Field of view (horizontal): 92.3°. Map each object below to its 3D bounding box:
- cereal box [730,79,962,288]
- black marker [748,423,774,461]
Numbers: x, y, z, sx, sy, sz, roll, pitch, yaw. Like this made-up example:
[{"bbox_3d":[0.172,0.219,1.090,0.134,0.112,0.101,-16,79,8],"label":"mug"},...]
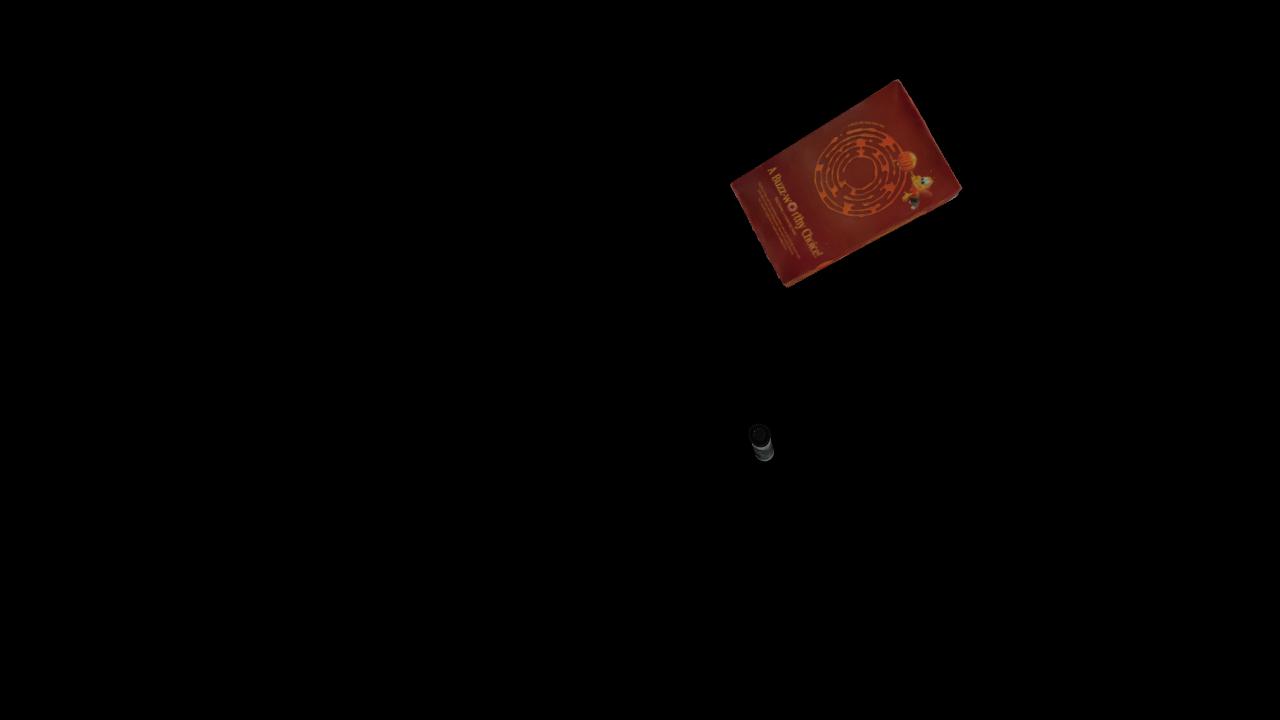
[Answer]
[{"bbox_3d":[0.331,-0.281,1.015,0.306,0.203,0.081,-29,-8,19],"label":"cereal box"},{"bbox_3d":[0.112,0.077,0.566,0.020,0.020,0.121,0,-15,14],"label":"black marker"}]
